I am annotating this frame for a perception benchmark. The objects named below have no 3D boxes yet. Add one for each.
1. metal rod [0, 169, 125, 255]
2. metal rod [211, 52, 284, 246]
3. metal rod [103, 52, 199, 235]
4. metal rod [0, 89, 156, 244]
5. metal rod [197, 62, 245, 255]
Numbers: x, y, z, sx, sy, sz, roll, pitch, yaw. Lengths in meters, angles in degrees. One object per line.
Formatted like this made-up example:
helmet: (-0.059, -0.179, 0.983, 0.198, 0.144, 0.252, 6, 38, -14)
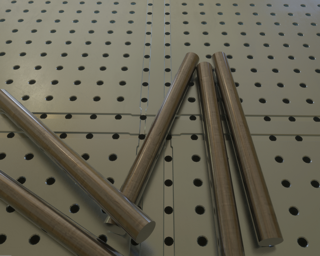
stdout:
metal rod: (-0.071, 0.118, 0.307, 0.301, 0.025, 0.025, 27, 55, 20)
metal rod: (0.104, 0.000, 0.408, 0.025, 0.025, 0.300, -2, 50, -2)
metal rod: (0.002, -0.004, 0.411, 0.025, 0.025, 0.301, 15, 51, 12)
metal rod: (-0.120, 0.026, 0.364, 0.300, 0.025, 0.025, 33, 57, 31)
metal rod: (0.070, 0.020, 0.391, 0.025, 0.025, 0.300, 0, 50, 0)
